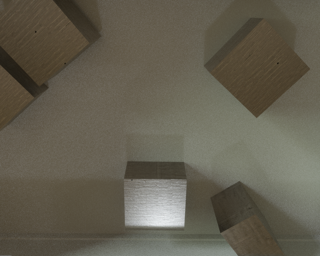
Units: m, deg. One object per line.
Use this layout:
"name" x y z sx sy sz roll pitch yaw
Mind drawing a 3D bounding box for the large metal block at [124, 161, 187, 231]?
"large metal block" -0.007 0.094 0.433 0.081 0.050 0.079 1 110 -1

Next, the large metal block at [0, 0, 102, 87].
"large metal block" -0.129 -0.108 0.351 0.080 0.050 0.080 -35 107 18

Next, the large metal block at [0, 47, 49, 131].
"large metal block" -0.202 -0.048 0.378 0.080 0.050 0.080 -39 106 12

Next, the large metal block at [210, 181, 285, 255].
"large metal block" 0.119 0.136 0.434 0.050 0.080 0.080 -33 107 11

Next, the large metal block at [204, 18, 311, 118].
"large metal block" 0.113 -0.073 0.373 0.080 0.050 0.080 41 105 -14
